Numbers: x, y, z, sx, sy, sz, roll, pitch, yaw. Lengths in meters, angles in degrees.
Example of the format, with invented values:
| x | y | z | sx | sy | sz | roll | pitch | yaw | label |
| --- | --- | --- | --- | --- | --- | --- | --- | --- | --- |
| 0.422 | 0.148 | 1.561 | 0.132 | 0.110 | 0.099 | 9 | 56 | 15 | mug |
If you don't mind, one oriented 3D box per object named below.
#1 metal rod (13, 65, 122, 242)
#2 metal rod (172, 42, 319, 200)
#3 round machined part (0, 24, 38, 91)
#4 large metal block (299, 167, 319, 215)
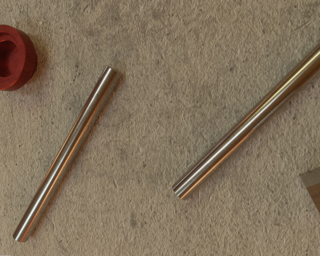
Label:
| x | y | z | sx | sy | sz | roll | pitch | yaw | label |
| --- | --- | --- | --- | --- | --- | --- | --- | --- | --- |
| -0.140 | 0.044 | 0.456 | 0.025 | 0.025 | 0.299 | 35 | 101 | 16 | metal rod |
| 0.125 | -0.022 | 0.364 | 0.299 | 0.025 | 0.025 | -46 | 76 | 13 | metal rod |
| -0.232 | -0.105 | 0.480 | 0.098 | 0.042 | 0.097 | 0 | 90 | 19 | round machined part |
| 0.195 | 0.061 | 0.311 | 0.080 | 0.080 | 0.050 | -27 | 81 | 17 | large metal block |
